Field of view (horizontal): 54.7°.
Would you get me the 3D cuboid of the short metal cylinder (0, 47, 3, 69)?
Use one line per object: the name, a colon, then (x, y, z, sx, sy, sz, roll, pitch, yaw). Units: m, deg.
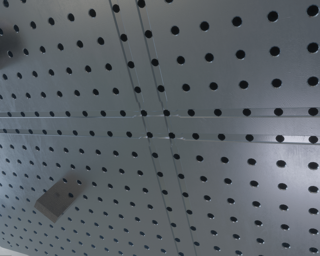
short metal cylinder: (-0.294, -0.116, 0.478, 0.080, 0.050, 0.079, 13, 124, 21)

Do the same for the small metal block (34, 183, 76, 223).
small metal block: (-0.200, 0.143, 0.589, 0.050, 0.050, 0.025, 38, 129, 3)
